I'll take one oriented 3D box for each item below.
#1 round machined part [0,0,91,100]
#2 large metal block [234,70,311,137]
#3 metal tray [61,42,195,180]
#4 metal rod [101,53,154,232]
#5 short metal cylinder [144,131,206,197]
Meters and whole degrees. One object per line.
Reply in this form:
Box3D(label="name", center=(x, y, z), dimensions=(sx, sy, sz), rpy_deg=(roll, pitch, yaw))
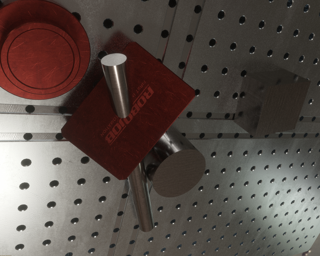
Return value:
Box3D(label="round machined part", center=(-0.115, -0.071, 0.294), dimensions=(0.099, 0.042, 0.097), rpy_deg=(-14, 125, -21))
Box3D(label="large metal block", center=(0.166, -0.039, 0.464), dimensions=(0.081, 0.050, 0.079), rpy_deg=(-9, 123, -24))
Box3D(label="metal tray", center=(-0.035, -0.018, 0.348), dimensions=(0.090, 0.030, 0.130), rpy_deg=(39, 97, -4))
Box3D(label="metal rod", center=(-0.033, 0.045, 0.400), dimensions=(0.025, 0.025, 0.298), rpy_deg=(-21, 133, -16))
Box3D(label="short metal cylinder", center=(0.017, 0.050, 0.437), dimensions=(0.081, 0.050, 0.079), rpy_deg=(-14, 124, -21))
